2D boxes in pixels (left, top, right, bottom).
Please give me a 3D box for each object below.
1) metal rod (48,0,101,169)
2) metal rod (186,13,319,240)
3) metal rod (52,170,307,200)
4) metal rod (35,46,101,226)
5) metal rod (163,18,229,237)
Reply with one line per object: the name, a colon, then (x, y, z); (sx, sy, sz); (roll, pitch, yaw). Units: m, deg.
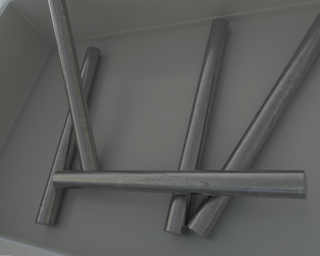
metal rod: (-0.128, -0.082, 0.446); (0.025, 0.025, 0.299); (-18, 78, 18)
metal rod: (0.121, -0.013, 0.349); (0.025, 0.025, 0.300); (26, 75, 36)
metal rod: (-0.005, 0.059, 0.340); (0.300, 0.025, 0.025); (-5, 60, 30)
metal rod: (-0.134, -0.005, 0.476); (0.025, 0.025, 0.299); (-7, 59, 24)
metal rod: (0.052, -0.020, 0.389); (0.025, 0.025, 0.300); (1, 62, 28)
